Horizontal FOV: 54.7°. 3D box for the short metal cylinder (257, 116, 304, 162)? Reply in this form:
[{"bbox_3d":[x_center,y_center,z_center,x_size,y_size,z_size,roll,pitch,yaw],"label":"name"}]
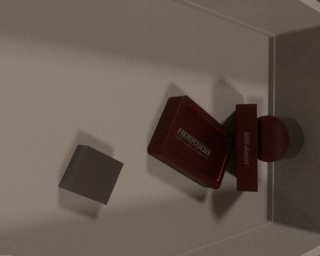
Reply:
[{"bbox_3d":[0.201,0.018,0.543,0.050,0.080,0.079,-1,91,-40],"label":"short metal cylinder"}]

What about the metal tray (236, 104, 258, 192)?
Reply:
[{"bbox_3d":[0.140,0.028,0.494,0.090,0.030,0.129,-5,94,-73],"label":"metal tray"}]

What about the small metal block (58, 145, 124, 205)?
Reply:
[{"bbox_3d":[-0.076,0.052,0.345,0.050,0.025,0.050,33,69,-35],"label":"small metal block"}]

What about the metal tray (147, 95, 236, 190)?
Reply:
[{"bbox_3d":[0.051,0.023,0.448,0.130,0.030,0.090,35,68,-35],"label":"metal tray"}]
